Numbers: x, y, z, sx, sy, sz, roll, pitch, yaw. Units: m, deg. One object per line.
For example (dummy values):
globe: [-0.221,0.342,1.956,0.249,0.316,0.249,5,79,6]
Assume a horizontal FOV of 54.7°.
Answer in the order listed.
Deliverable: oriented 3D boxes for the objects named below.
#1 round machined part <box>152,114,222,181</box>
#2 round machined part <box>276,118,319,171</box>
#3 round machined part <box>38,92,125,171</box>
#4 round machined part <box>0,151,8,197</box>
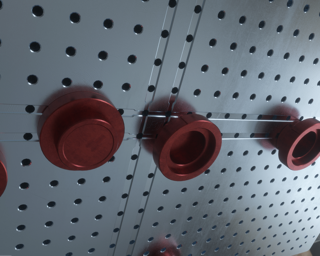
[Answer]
round machined part: [0.034,0.023,0.435,0.099,0.042,0.097,-14,125,-21]
round machined part: [0.250,0.025,0.556,0.099,0.042,0.097,-14,125,-21]
round machined part: [-0.087,0.011,0.360,0.099,0.042,0.097,-14,125,-21]
round machined part: [-0.212,0.057,0.320,0.099,0.042,0.097,-14,124,-21]
